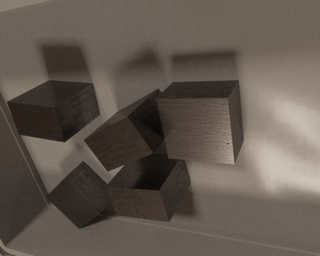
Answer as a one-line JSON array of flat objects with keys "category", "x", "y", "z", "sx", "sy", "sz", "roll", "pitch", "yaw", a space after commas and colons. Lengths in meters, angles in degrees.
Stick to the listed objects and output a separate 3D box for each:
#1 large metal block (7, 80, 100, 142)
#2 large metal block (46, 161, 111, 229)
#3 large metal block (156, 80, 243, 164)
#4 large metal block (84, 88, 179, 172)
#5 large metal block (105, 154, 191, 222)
[{"category": "large metal block", "x": -0.144, "y": -0.027, "z": 0.430, "sx": 0.080, "sy": 0.080, "sz": 0.050, "roll": 7, "pitch": 122, "yaw": 24}, {"category": "large metal block", "x": -0.136, "y": 0.116, "z": 0.533, "sx": 0.080, "sy": 0.050, "sz": 0.080, "roll": 46, "pitch": 129, "yaw": -4}, {"category": "large metal block", "x": 0.049, "y": -0.008, "z": 0.361, "sx": 0.080, "sy": 0.050, "sz": 0.079, "roll": 2, "pitch": 120, "yaw": 26}, {"category": "large metal block", "x": -0.034, "y": 0.002, "z": 0.391, "sx": 0.080, "sy": 0.080, "sz": 0.050, "roll": -25, "pitch": 105, "yaw": 36}, {"category": "large metal block", "x": -0.013, "y": 0.078, "z": 0.427, "sx": 0.080, "sy": 0.080, "sz": 0.050, "roll": -2, "pitch": 117, "yaw": 29}]
